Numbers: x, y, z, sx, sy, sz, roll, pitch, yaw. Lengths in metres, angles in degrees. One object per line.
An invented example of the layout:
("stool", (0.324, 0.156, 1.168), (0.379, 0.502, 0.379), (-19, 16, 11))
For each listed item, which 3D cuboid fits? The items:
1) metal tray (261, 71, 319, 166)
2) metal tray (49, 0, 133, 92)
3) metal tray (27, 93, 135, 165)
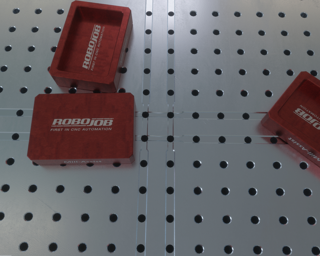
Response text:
("metal tray", (0.216, -0.004, 0.411), (0.130, 0.030, 0.090), (39, 74, 13))
("metal tray", (-0.097, -0.120, 0.452), (0.090, 0.030, 0.130), (9, 70, 3))
("metal tray", (-0.099, 0.001, 0.408), (0.131, 0.030, 0.090), (-1, 70, -1))
